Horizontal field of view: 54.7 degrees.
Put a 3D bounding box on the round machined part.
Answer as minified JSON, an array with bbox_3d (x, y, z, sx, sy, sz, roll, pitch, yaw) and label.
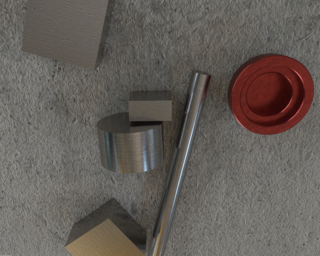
[{"bbox_3d":[0.133,-0.044,0.386,0.099,0.042,0.097,0,110,-1],"label":"round machined part"}]

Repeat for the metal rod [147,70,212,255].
[{"bbox_3d":[0.022,0.068,0.435,0.025,0.025,0.298,11,110,-5],"label":"metal rod"}]

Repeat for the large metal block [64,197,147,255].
[{"bbox_3d":[-0.077,0.164,0.456,0.080,0.050,0.080,-35,107,12],"label":"large metal block"}]

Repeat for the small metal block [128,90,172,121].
[{"bbox_3d":[-0.011,-0.029,0.386,0.050,0.050,0.025,-1,110,0],"label":"small metal block"}]

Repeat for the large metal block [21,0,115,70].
[{"bbox_3d":[-0.102,-0.119,0.351,0.081,0.050,0.079,14,109,-6],"label":"large metal block"}]

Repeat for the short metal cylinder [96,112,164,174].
[{"bbox_3d":[-0.035,0.015,0.386,0.081,0.080,0.050,-2,110,0],"label":"short metal cylinder"}]
